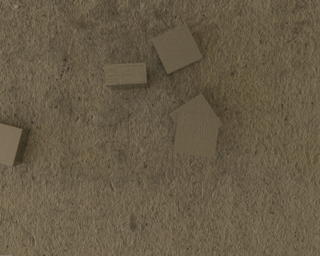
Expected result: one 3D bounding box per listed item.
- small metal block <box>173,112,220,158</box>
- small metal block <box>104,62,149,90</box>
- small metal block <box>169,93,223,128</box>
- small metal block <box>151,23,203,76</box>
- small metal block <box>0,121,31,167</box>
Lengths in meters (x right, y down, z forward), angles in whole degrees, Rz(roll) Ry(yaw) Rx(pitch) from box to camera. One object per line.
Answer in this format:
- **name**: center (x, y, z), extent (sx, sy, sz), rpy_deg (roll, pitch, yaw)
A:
- **small metal block**: center (0.044, 0.008, 0.385), extent (0.050, 0.025, 0.050), rpy_deg (8, 90, 0)
- **small metal block**: center (-0.041, -0.065, 0.397), extent (0.050, 0.050, 0.025), rpy_deg (-3, 90, 0)
- **small metal block**: center (0.046, -0.011, 0.410), extent (0.050, 0.025, 0.050), rpy_deg (-33, 90, 0)
- **small metal block**: center (0.022, -0.102, 0.410), extent (0.050, 0.025, 0.050), rpy_deg (-25, 90, 0)
- **small metal block**: center (-0.207, 0.019, 0.408), extent (0.050, 0.025, 0.050), rpy_deg (15, 90, 0)
